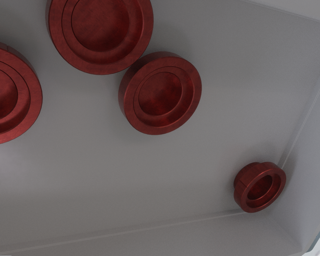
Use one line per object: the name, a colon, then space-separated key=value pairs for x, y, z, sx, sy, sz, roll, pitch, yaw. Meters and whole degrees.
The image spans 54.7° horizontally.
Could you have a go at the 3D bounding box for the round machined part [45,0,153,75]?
round machined part: x=-0.059 y=-0.105 z=0.300 sx=0.099 sy=0.042 sz=0.097 roll=-14 pitch=124 yaw=-21

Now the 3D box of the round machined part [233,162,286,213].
round machined part: x=0.172 y=0.100 z=0.553 sx=0.099 sy=0.042 sz=0.097 roll=-14 pitch=124 yaw=-21

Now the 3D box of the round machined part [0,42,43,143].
round machined part: x=-0.163 y=-0.035 z=0.286 sx=0.099 sy=0.042 sz=0.097 roll=-14 pitch=124 yaw=-21

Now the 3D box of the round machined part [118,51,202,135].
round machined part: x=-0.003 y=-0.044 z=0.369 sx=0.099 sy=0.042 sz=0.097 roll=-14 pitch=124 yaw=-21
